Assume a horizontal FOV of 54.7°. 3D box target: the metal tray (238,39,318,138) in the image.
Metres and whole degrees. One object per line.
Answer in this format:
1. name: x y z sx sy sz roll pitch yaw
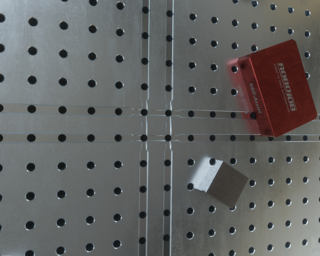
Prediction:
1. metal tray: 0.183 -0.061 0.477 0.091 0.030 0.129 -23 98 -19

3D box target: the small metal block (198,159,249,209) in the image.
1. small metal block: 0.091 0.080 0.446 0.050 0.025 0.050 34 79 -17
